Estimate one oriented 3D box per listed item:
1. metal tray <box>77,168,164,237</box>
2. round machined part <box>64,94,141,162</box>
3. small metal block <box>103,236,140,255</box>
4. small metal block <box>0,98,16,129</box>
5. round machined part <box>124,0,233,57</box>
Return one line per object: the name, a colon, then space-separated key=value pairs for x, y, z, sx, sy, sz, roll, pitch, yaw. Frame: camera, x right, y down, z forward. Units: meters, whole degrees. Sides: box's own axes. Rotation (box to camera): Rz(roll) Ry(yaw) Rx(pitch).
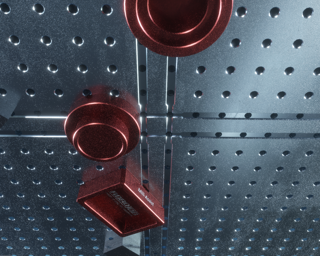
metal tray: x=-0.062 y=0.129 z=0.517 sx=0.090 sy=0.030 sz=0.130 roll=-24 pitch=127 yaw=18
round machined part: x=-0.075 y=0.007 z=0.406 sx=0.099 sy=0.042 sz=0.097 roll=0 pitch=130 yaw=0
small metal block: x=-0.075 y=0.239 z=0.615 sx=0.050 sy=0.025 sz=0.050 roll=-31 pitch=124 yaw=23
small metal block: x=-0.224 y=-0.019 z=0.393 sx=0.050 sy=0.025 sz=0.050 roll=-37 pitch=121 yaw=27
round machined part: x=0.017 y=-0.122 z=0.297 sx=0.099 sy=0.042 sz=0.097 roll=0 pitch=130 yaw=0
